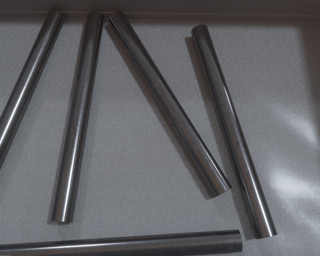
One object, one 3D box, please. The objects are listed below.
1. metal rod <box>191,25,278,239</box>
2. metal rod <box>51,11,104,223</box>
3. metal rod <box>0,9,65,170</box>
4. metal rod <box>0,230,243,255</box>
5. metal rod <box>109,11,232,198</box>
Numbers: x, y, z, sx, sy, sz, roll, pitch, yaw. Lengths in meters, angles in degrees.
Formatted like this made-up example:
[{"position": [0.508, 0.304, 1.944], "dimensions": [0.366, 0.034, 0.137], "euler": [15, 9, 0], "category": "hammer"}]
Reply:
[{"position": [0.092, -0.009, 0.413], "dimensions": [0.025, 0.025, 0.299], "euler": [-12, 70, -4], "category": "metal rod"}, {"position": [-0.107, -0.029, 0.419], "dimensions": [0.025, 0.025, 0.299], "euler": [4, 70, 1], "category": "metal rod"}, {"position": [-0.192, -0.036, 0.421], "dimensions": [0.025, 0.025, 0.299], "euler": [13, 70, 5], "category": "metal rod"}, {"position": [-0.058, 0.140, 0.357], "dimensions": [0.302, 0.025, 0.025], "euler": [-3, 70, -2], "category": "metal rod"}, {"position": [0.006, -0.044, 0.425], "dimensions": [0.025, 0.025, 0.299], "euler": [-27, 72, -9], "category": "metal rod"}]
